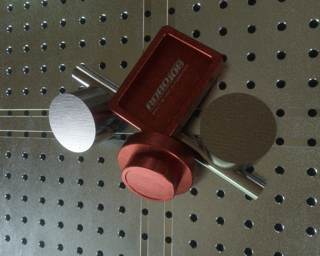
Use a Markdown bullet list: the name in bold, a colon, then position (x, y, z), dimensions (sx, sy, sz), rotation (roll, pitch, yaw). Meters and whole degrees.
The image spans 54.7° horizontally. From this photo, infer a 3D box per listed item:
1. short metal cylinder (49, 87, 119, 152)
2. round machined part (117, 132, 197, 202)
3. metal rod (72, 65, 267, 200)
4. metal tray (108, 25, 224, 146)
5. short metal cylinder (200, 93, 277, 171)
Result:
- **short metal cylinder**: position (-0.103, -0.013, 0.423), dimensions (0.080, 0.050, 0.079), rotation (10, 111, 27)
- **round machined part**: position (-0.008, 0.054, 0.377), dimensions (0.098, 0.042, 0.097), rotation (14, 138, 14)
- **metal rod**: position (0.000, -0.003, 0.413), dimensions (0.300, 0.025, 0.025), rotation (33, 101, 17)
- **metal tray**: position (0.008, -0.054, 0.391), dimensions (0.090, 0.030, 0.130), rotation (34, 87, 17)
- **short metal cylinder**: position (0.087, 0.006, 0.356), dimensions (0.080, 0.050, 0.080), rotation (-2, 73, 8)
